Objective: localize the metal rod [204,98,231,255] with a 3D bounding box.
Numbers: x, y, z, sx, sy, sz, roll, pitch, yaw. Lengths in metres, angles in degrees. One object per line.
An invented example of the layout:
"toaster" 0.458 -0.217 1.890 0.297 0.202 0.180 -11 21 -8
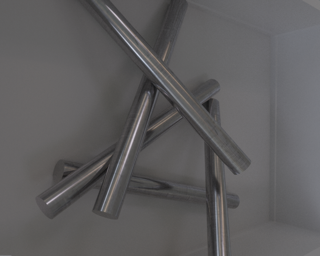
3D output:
"metal rod" 0.069 0.080 0.381 0.025 0.025 0.300 37 41 -34

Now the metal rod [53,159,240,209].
"metal rod" 0.008 0.082 0.412 0.302 0.025 0.025 19 78 -38

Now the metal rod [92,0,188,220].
"metal rod" -0.012 -0.046 0.357 0.025 0.025 0.300 38 55 -33

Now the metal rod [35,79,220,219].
"metal rod" -0.011 0.004 0.376 0.302 0.025 0.025 -36 113 -41

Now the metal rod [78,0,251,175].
"metal rod" -0.007 -0.065 0.336 0.300 0.025 0.025 48 60 -7
